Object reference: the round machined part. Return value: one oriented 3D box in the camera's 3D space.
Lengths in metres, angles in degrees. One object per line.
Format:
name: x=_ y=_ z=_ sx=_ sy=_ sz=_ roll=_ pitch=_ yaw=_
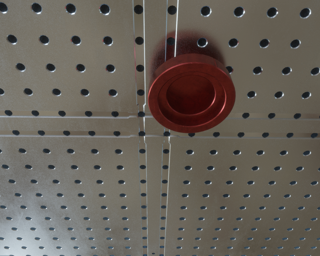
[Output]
round machined part: x=0.036 y=-0.044 z=0.364 sx=0.099 sy=0.042 sz=0.097 roll=-1 pitch=130 yaw=0
